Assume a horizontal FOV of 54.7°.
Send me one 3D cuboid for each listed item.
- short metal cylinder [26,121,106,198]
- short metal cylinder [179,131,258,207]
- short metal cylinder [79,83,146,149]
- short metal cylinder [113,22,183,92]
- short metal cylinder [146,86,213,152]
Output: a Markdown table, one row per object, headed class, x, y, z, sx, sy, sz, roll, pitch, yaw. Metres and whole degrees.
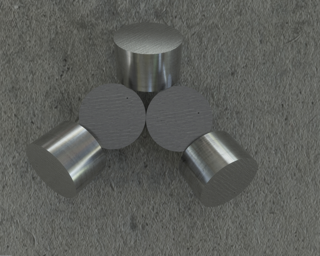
| class | x | y | z | sx | sy | sz | roll | pitch | yaw |
| --- | --- | --- | --- | --- | --- | --- | --- | --- | --- |
| short metal cylinder | -0.113 | 0.038 | 0.376 | 0.080 | 0.080 | 0.050 | 46 | 50 | 0 |
| short metal cylinder | 0.070 | 0.050 | 0.378 | 0.080 | 0.080 | 0.050 | -37 | 49 | 0 |
| short metal cylinder | -0.057 | -0.014 | 0.398 | 0.081 | 0.050 | 0.080 | 0 | 90 | 0 |
| short metal cylinder | -0.014 | -0.088 | 0.377 | 0.081 | 0.080 | 0.050 | 2 | 133 | 0 |
| short metal cylinder | 0.023 | -0.011 | 0.398 | 0.081 | 0.050 | 0.080 | 0 | 90 | 0 |
